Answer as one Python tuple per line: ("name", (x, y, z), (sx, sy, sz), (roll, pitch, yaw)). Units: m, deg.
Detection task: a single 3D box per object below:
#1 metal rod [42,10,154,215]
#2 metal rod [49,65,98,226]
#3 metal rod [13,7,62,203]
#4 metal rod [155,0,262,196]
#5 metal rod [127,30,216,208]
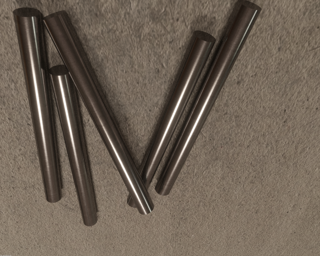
("metal rod", (-0.064, 0.005, 0.391), (0.025, 0.025, 0.299), (-13, 124, 10))
("metal rod", (-0.117, 0.048, 0.446), (0.025, 0.025, 0.298), (1, 130, -2))
("metal rod", (-0.151, -0.002, 0.402), (0.025, 0.025, 0.298), (5, 130, -5))
("metal rod", (0.046, -0.012, 0.397), (0.025, 0.025, 0.298), (12, 129, -11))
("metal rod", (0.002, 0.012, 0.417), (0.025, 0.025, 0.298), (13, 129, -12))
